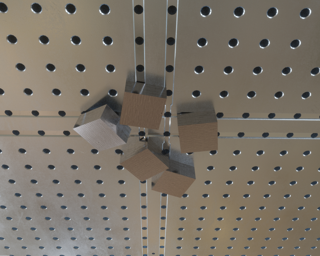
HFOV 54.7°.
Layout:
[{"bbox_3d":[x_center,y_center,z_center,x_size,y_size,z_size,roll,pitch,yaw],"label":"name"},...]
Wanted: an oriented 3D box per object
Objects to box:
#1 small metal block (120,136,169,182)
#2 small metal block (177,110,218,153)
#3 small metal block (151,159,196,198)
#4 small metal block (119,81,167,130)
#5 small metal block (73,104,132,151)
[{"bbox_3d":[-0.022,0.046,0.451,0.050,0.025,0.050,-30,124,22],"label":"small metal block"},{"bbox_3d":[0.051,0.006,0.417,0.050,0.025,0.050,-6,130,4],"label":"small metal block"},{"bbox_3d":[0.020,0.078,0.478,0.050,0.025,0.050,19,128,-16],"label":"small metal block"},{"bbox_3d":[-0.022,-0.028,0.388,0.050,0.025,0.050,8,129,-8],"label":"small metal block"},{"bbox_3d":[-0.075,0.001,0.404,0.050,0.025,0.050,-17,130,33],"label":"small metal block"}]
